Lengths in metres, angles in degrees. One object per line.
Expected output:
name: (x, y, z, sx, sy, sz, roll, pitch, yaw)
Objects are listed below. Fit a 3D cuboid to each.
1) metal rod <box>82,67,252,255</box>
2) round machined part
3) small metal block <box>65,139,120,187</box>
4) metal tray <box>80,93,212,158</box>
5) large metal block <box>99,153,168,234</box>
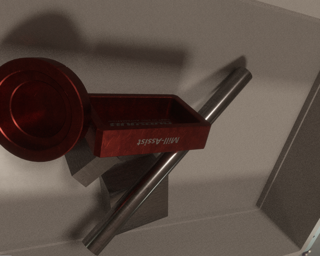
metal rod: (0.018, 0.031, 0.393, 0.301, 0.025, 0.025, -47, 131, -14)
round machined part: (-0.114, -0.020, 0.303, 0.099, 0.042, 0.097, 2, 104, 8)
small metal block: (-0.082, 0.033, 0.369, 0.050, 0.050, 0.025, -39, 130, -3)
metal tray: (-0.020, -0.008, 0.351, 0.131, 0.090, 0.030, -3, 120, -28)
large metal block: (-0.036, 0.091, 0.431, 0.081, 0.050, 0.079, -14, 125, -21)
